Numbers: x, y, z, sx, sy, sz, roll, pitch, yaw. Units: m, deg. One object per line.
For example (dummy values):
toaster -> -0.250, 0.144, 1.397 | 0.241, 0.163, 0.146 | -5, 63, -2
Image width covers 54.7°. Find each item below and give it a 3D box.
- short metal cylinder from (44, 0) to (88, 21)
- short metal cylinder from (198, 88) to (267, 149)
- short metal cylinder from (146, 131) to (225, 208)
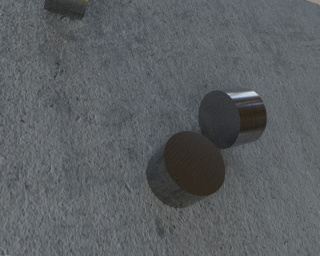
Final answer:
short metal cylinder -> -0.123, -0.193, 0.420 | 0.050, 0.080, 0.080 | 11, 57, -22
short metal cylinder -> 0.099, -0.014, 0.430 | 0.050, 0.080, 0.080 | -9, 67, -32
short metal cylinder -> 0.030, 0.050, 0.373 | 0.081, 0.050, 0.080 | 14, 56, -21
